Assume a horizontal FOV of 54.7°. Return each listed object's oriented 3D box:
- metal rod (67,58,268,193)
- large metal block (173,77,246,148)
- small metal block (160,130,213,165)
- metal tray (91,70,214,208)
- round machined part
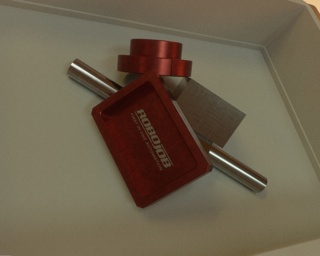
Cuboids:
[{"bbox_3d":[0.015,0.001,0.413,0.301,0.025,0.025,32,51,-8],"label":"metal rod"},{"bbox_3d":[0.055,-0.024,0.409,0.080,0.050,0.080,32,9,-8],"label":"large metal block"},{"bbox_3d":[0.030,0.024,0.390,0.050,0.050,0.025,33,51,-7],"label":"small metal block"},{"bbox_3d":[-0.011,0.012,0.352,0.130,0.090,0.030,61,13,15],"label":"metal tray"},{"bbox_3d":[-0.006,-0.093,0.410,0.099,0.098,0.042,-2,103,-30],"label":"round machined part"}]
